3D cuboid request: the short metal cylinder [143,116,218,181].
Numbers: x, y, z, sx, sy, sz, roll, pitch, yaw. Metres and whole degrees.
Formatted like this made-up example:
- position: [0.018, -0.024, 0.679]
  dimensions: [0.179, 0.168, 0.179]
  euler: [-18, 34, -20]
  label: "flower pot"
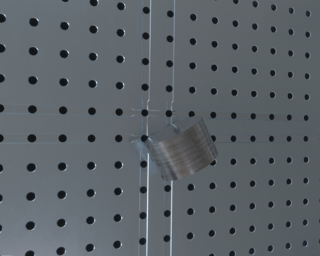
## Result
- position: [0.026, 0.024, 0.393]
  dimensions: [0.080, 0.080, 0.050]
  euler: [-29, 100, -18]
  label: "short metal cylinder"
